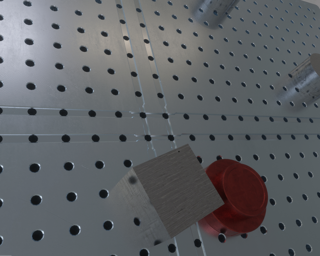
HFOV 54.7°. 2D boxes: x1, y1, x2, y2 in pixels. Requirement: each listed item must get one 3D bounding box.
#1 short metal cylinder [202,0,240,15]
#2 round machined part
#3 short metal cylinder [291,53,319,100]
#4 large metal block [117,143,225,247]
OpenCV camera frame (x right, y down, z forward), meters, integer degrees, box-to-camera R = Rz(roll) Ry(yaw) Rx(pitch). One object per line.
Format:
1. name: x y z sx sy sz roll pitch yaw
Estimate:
1. short metal cylinder: 0.127 -0.279 0.630 0.081 0.050 0.080 14 56 -21
2. round machined part: 0.098 0.084 0.398 0.099 0.042 0.098 14 56 -21
3. short metal cylinder: 0.314 -0.103 0.623 0.081 0.050 0.080 14 56 -21
4. large metal block: 0.012 0.074 0.353 0.081 0.050 0.080 -20 73 -36
